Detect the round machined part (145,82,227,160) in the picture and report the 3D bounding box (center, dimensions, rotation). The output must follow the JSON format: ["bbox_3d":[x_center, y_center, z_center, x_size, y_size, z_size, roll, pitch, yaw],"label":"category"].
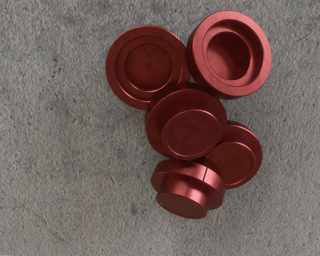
[{"bbox_3d":[0.032,-0.001,0.367,0.099,0.042,0.097,-5,121,-7],"label":"round machined part"}]

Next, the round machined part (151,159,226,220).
[{"bbox_3d":[0.033,0.085,0.407,0.098,0.042,0.097,16,145,11],"label":"round machined part"}]

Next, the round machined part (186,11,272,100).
[{"bbox_3d":[0.075,-0.080,0.359,0.099,0.042,0.097,2,83,-18],"label":"round machined part"}]

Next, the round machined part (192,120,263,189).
[{"bbox_3d":[0.090,0.042,0.419,0.099,0.042,0.097,0,110,-1],"label":"round machined part"}]

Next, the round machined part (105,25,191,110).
[{"bbox_3d":[-0.013,-0.074,0.375,0.099,0.042,0.097,0,110,-1],"label":"round machined part"}]
